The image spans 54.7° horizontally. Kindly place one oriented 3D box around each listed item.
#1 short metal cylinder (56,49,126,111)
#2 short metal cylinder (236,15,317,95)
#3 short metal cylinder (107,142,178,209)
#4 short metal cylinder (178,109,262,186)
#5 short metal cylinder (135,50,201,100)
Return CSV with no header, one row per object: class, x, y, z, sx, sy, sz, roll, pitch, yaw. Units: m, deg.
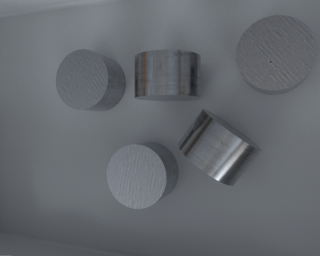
short metal cylinder,-0.095,-0.064,0.431,0.080,0.050,0.080,0,90,20
short metal cylinder,0.130,-0.080,0.351,0.080,0.050,0.080,0,90,20
short metal cylinder,-0.021,0.060,0.405,0.080,0.050,0.080,0,90,20
short metal cylinder,0.068,0.021,0.357,0.080,0.080,0.050,38,102,16
short metal cylinder,0.009,-0.061,0.378,0.080,0.080,0.050,0,90,20
